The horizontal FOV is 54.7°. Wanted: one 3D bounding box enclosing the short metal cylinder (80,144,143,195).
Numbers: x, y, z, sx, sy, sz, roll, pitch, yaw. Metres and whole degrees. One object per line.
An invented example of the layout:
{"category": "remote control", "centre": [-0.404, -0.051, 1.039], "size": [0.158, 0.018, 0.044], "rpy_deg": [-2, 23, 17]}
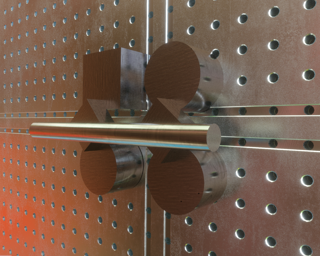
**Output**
{"category": "short metal cylinder", "centre": [-0.071, 0.053, 0.451], "size": [0.080, 0.050, 0.080], "rpy_deg": [0, 90, 40]}

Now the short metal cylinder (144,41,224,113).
{"category": "short metal cylinder", "centre": [0.028, -0.058, 0.370], "size": [0.080, 0.050, 0.080], "rpy_deg": [0, 90, 40]}

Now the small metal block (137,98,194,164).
{"category": "small metal block", "centre": [0.007, 0.003, 0.339], "size": [0.050, 0.025, 0.050], "rpy_deg": [48, 118, 29]}

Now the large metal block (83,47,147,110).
{"category": "large metal block", "centre": [-0.066, -0.066, 0.447], "size": [0.080, 0.050, 0.079], "rpy_deg": [2, 91, 40]}

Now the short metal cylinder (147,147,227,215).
{"category": "short metal cylinder", "centre": [0.032, 0.057, 0.367], "size": [0.080, 0.050, 0.080], "rpy_deg": [0, 90, 40]}

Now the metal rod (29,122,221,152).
{"category": "metal rod", "centre": [-0.068, 0.006, 0.367], "size": [0.300, 0.025, 0.025], "rpy_deg": [1, 91, 40]}

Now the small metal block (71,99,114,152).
{"category": "small metal block", "centre": [-0.091, -0.004, 0.420], "size": [0.050, 0.025, 0.050], "rpy_deg": [-47, 62, 29]}
